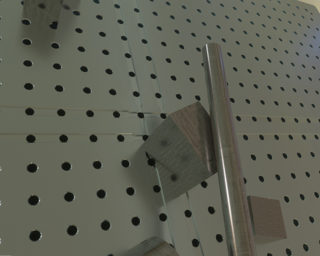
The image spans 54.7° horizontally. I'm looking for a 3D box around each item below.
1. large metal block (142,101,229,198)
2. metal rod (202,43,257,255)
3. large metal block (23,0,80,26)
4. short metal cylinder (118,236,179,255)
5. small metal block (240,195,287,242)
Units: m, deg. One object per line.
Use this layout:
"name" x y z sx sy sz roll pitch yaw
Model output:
"large metal block" 0.033 0.027 0.376 0.050 0.080 0.080 -26 76 -37
"metal rod" 0.071 0.026 0.329 0.025 0.025 0.299 12 57 -22
"large metal block" -0.138 -0.203 0.423 0.050 0.080 0.080 28 52 -11
"short metal cylinder" -0.011 0.147 0.279 0.050 0.080 0.080 -19 72 -35
"small metal block" 0.135 0.120 0.410 0.050 0.025 0.050 13 56 -21
